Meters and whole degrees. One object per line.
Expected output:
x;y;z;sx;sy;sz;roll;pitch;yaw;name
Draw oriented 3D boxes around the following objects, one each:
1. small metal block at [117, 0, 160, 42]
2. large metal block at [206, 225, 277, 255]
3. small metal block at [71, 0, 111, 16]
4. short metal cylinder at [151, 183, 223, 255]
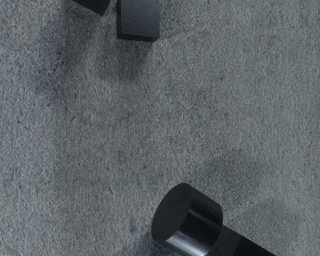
-0.028;-0.141;0.399;0.050;0.025;0.050;0;90;-21;small metal block
0.113;0.198;0.439;0.080;0.050;0.080;34;79;-17;large metal block
-0.082;-0.163;0.366;0.050;0.050;0.025;23;83;-19;small metal block
0.033;0.117;0.394;0.050;0.080;0.080;35;79;-17;short metal cylinder
